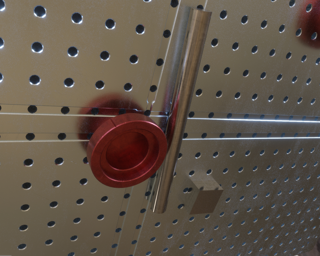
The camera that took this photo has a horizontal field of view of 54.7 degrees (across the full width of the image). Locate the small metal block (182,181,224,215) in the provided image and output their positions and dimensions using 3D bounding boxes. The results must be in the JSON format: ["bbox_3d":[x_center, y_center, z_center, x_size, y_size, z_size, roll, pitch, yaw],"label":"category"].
[{"bbox_3d":[0.072,0.117,0.523,0.050,0.025,0.050,5,116,-31],"label":"small metal block"}]

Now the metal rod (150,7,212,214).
[{"bbox_3d":[0.022,-0.004,0.420,0.025,0.025,0.298,-4,120,-27],"label":"metal rod"}]

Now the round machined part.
[{"bbox_3d":[-0.044,0.024,0.391,0.099,0.042,0.097,-14,124,-21],"label":"round machined part"}]
